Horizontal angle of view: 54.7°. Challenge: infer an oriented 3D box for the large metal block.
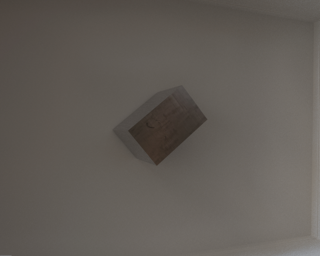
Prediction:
[{"bbox_3d":[-0.003,-0.004,0.378,0.080,0.080,0.050,-41,104,-15],"label":"large metal block"}]
